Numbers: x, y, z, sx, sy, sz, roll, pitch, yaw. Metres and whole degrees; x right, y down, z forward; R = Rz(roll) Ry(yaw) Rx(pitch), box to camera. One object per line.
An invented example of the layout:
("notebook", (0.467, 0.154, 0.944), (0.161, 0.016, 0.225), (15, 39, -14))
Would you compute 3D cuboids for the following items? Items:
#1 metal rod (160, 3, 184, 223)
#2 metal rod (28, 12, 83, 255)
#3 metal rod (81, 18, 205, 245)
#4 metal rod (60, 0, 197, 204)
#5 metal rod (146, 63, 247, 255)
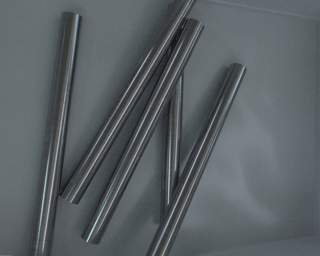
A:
("metal rod", (0.018, -0.015, 0.416), (0.025, 0.025, 0.298), (2, 89, -20))
("metal rod", (-0.123, 0.014, 0.365), (0.025, 0.025, 0.298), (8, 87, -20))
("metal rod", (-0.020, 0.002, 0.387), (0.025, 0.025, 0.299), (27, 87, -18))
("metal rod", (-0.035, -0.045, 0.382), (0.025, 0.025, 0.299), (31, 85, -18))
("metal rod", (0.051, 0.041, 0.409), (0.025, 0.025, 0.300), (32, 72, -17))
